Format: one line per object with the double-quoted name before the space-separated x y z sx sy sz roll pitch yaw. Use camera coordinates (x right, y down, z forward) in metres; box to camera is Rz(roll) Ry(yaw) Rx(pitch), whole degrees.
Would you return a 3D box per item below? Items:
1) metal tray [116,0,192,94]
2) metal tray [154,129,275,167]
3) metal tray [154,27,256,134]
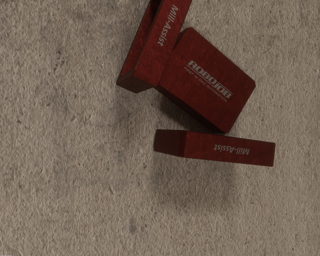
"metal tray" -0.007 -0.110 0.372 0.030 0.090 0.130 24 82 -19
"metal tray" 0.068 0.025 0.400 0.131 0.090 0.030 8 88 -20
"metal tray" 0.061 -0.063 0.430 0.130 0.030 0.090 35 78 -17
